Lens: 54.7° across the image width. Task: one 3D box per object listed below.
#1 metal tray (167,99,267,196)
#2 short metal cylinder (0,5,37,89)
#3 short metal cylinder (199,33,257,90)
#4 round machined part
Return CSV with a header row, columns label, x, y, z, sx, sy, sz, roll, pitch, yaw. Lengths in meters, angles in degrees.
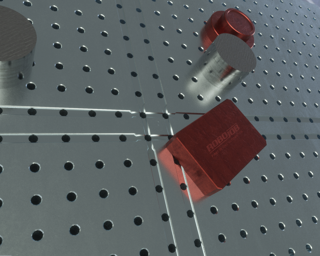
label,x,y,z,sx,sy,sz,roll,pitch,yaw
metal tray,0.083,0.022,0.436,0.131,0.030,0.090,-32,80,-38
short metal cylinder,-0.184,-0.091,0.348,0.081,0.050,0.080,14,56,-21
short metal cylinder,0.113,-0.111,0.521,0.081,0.050,0.080,14,56,-21
round machined part,0.139,-0.187,0.585,0.099,0.042,0.098,14,56,-21
